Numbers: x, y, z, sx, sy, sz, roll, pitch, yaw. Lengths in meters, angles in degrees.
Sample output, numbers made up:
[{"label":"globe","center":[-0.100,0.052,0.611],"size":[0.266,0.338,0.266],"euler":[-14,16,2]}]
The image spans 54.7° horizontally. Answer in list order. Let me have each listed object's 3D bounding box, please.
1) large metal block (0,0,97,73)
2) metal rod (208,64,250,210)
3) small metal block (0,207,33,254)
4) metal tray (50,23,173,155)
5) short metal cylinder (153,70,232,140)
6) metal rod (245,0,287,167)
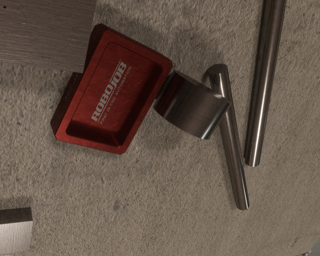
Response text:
[{"label":"large metal block","center":[-0.106,-0.100,0.272],"size":[0.081,0.050,0.079],"euler":[3,117,-30]},{"label":"metal rod","center":[0.116,0.034,0.493],"size":[0.025,0.025,0.299],"euler":[-29,129,-11]},{"label":"small metal block","center":[-0.188,0.128,0.384],"size":[0.050,0.025,0.050],"euler":[2,118,-30]},{"label":"metal tray","center":[-0.055,-0.038,0.351],"size":[0.091,0.030,0.129],"euler":[18,109,-36]},{"label":"short metal cylinder","center":[0.039,-0.029,0.376],"size":[0.080,0.080,0.050],"euler":[20,108,-36]},{"label":"metal rod","center":[0.151,-0.066,0.450],"size":[0.025,0.025,0.298],"euler":[-16,125,-19]}]
